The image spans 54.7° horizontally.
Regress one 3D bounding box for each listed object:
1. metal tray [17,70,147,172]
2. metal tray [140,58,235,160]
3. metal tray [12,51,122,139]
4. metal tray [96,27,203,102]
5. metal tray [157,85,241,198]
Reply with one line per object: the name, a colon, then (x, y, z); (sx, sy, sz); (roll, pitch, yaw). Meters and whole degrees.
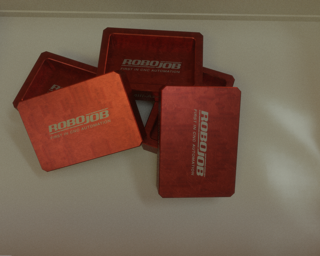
metal tray: (-0.092, -0.008, 0.371); (0.130, 0.030, 0.089); (-16, 100, 10)
metal tray: (0.038, -0.021, 0.413); (0.090, 0.030, 0.130); (18, 71, 6)
metal tray: (-0.115, -0.043, 0.418); (0.131, 0.030, 0.090); (19, 71, 6)
metal tray: (-0.011, -0.082, 0.403); (0.131, 0.030, 0.090); (3, 70, 1)
metal tray: (0.044, 0.015, 0.366); (0.091, 0.030, 0.129); (1, 98, -6)
